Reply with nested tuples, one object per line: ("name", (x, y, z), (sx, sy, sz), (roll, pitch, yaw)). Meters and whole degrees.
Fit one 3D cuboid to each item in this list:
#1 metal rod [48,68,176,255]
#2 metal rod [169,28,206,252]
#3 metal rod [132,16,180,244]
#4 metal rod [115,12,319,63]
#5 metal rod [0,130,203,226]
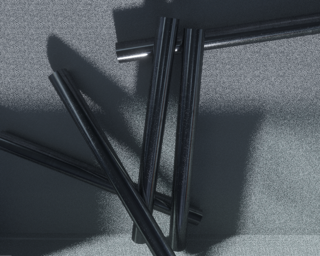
("metal rod", (-0.053, 0.062, 0.393), (0.025, 0.025, 0.299), (-30, 93, 10))
("metal rod", (0.031, 0.029, 0.394), (0.025, 0.025, 0.298), (2, 110, -1))
("metal rod", (-0.009, 0.018, 0.389), (0.025, 0.025, 0.298), (7, 110, -3))
("metal rod", (0.098, -0.112, 0.370), (0.302, 0.025, 0.025), (-8, 110, 2))
("metal rod", (-0.079, 0.074, 0.437), (0.301, 0.025, 0.025), (23, 108, -9))
